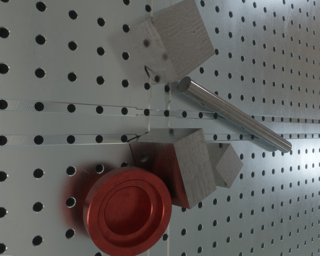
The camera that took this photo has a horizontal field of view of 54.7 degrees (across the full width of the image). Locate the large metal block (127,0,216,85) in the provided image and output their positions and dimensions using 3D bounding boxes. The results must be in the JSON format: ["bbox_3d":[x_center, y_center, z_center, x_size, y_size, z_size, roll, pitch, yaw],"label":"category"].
[{"bbox_3d":[0.017,-0.113,0.407,0.080,0.050,0.080,-41,115,-32],"label":"large metal block"}]

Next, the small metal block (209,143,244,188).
[{"bbox_3d":[0.102,0.059,0.495,0.050,0.025,0.050,-51,120,-28],"label":"small metal block"}]

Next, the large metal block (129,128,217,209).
[{"bbox_3d":[0.015,0.046,0.386,0.050,0.080,0.080,-25,106,-39],"label":"large metal block"}]

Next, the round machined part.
[{"bbox_3d":[-0.039,0.092,0.356,0.099,0.042,0.097,-3,95,-27],"label":"round machined part"}]

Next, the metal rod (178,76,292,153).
[{"bbox_3d":[0.143,-0.012,0.529,0.302,0.025,0.025,25,75,-37],"label":"metal rod"}]
